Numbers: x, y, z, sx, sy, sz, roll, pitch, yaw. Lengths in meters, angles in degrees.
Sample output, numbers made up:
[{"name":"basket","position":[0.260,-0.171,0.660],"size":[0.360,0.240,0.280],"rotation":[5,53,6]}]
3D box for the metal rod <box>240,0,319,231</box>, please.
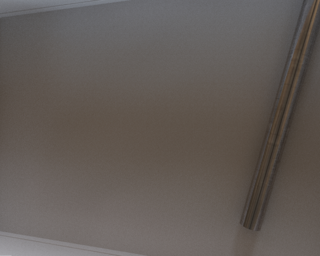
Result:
[{"name":"metal rod","position":[0.145,-0.026,0.359],"size":[0.025,0.025,0.298],"rotation":[16,95,19]}]
